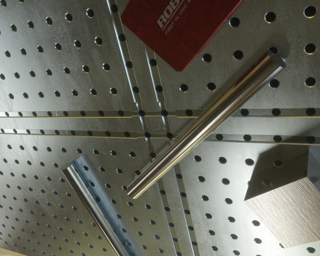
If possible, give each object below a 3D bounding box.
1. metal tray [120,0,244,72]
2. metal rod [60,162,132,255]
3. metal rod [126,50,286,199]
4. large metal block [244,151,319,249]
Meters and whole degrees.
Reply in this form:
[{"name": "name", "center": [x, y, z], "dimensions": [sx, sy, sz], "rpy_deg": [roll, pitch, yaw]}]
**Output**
[{"name": "metal tray", "center": [0.028, -0.132, 0.311], "dimensions": [0.090, 0.030, 0.129], "rpy_deg": [42, 129, -1]}, {"name": "metal rod", "center": [-0.097, 0.192, 0.578], "dimensions": [0.025, 0.025, 0.299], "rpy_deg": [-15, 111, 34]}, {"name": "metal rod", "center": [0.037, 0.016, 0.400], "dimensions": [0.025, 0.025, 0.298], "rpy_deg": [42, 129, -1]}, {"name": "large metal block", "center": [0.161, 0.086, 0.363], "dimensions": [0.080, 0.050, 0.080], "rpy_deg": [49, 128, -7]}]
